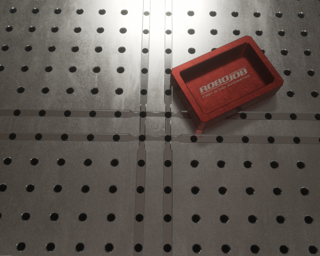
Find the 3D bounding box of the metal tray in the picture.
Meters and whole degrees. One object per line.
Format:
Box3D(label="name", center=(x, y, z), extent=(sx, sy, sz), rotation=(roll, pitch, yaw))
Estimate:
Box3D(label="metal tray", center=(0.091, -0.065, 0.433), extent=(0.131, 0.030, 0.090), rotation=(-26, 72, -10))
